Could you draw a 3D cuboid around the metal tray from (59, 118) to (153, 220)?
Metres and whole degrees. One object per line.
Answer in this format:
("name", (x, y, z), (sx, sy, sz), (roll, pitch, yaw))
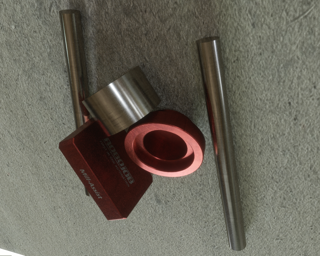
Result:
("metal tray", (-0.069, 0.050, 0.432), (0.030, 0.090, 0.130), (-18, 109, 35))

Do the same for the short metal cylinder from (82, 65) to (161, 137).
("short metal cylinder", (-0.046, -0.033, 0.375), (0.080, 0.080, 0.050), (-24, 105, 36))

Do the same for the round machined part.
("round machined part", (0.008, 0.015, 0.390), (0.098, 0.042, 0.097), (9, 136, 9))

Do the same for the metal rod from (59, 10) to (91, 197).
("metal rod", (-0.113, -0.016, 0.456), (0.025, 0.025, 0.298), (15, 125, 20))

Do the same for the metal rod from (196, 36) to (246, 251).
("metal rod", (0.081, 0.038, 0.387), (0.025, 0.025, 0.298), (1, 119, 28))
